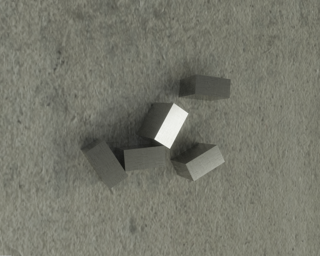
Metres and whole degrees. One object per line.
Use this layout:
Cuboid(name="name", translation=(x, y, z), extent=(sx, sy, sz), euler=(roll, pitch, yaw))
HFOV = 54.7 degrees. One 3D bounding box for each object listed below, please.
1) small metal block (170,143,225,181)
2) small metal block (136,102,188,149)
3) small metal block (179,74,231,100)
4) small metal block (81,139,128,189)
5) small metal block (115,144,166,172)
Cuboid(name="small metal block", translation=(0.049, 0.044, 0.415), extent=(0.050, 0.050, 0.025), euler=(-29, 100, -18))
Cuboid(name="small metal block", translation=(0.002, -0.005, 0.396), extent=(0.025, 0.050, 0.050), euler=(33, 79, -28))
Cuboid(name="small metal block", translation=(0.060, -0.053, 0.419), extent=(0.050, 0.050, 0.025), euler=(4, 89, -20))
Cuboid(name="small metal block", translation=(-0.068, 0.041, 0.371), extent=(0.025, 0.050, 0.050), euler=(-35, 102, -17))
Cuboid(name="small metal block", translation=(-0.026, 0.035, 0.387), extent=(0.050, 0.050, 0.025), euler=(-5, 92, -20))
